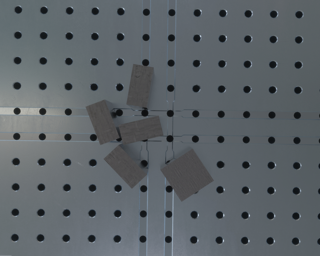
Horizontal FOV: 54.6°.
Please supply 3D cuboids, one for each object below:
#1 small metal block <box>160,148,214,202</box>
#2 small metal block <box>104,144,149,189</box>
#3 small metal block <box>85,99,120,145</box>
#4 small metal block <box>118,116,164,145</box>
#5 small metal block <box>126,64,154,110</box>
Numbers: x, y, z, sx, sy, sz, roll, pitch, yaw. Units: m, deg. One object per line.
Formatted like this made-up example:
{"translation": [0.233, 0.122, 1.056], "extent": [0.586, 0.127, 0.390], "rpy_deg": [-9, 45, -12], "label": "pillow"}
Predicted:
{"translation": [0.035, 0.061, 0.414], "extent": [0.050, 0.025, 0.050], "rpy_deg": [-33, 90, 0], "label": "small metal block"}
{"translation": [-0.042, 0.047, 0.401], "extent": [0.025, 0.050, 0.050], "rpy_deg": [-43, 90, 0], "label": "small metal block"}
{"translation": [-0.069, -0.007, 0.400], "extent": [0.025, 0.050, 0.050], "rpy_deg": [-21, 90, 0], "label": "small metal block"}
{"translation": [-0.023, 0.003, 0.401], "extent": [0.050, 0.050, 0.025], "rpy_deg": [-13, 90, 0], "label": "small metal block"}
{"translation": [-0.024, -0.051, 0.401], "extent": [0.025, 0.050, 0.050], "rpy_deg": [10, 90, 0], "label": "small metal block"}
